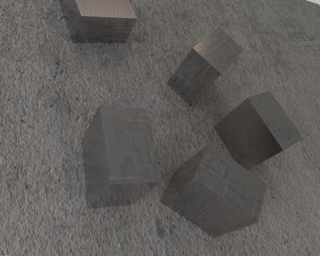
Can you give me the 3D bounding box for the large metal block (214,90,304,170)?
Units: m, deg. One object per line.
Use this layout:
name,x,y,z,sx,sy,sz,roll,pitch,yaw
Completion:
large metal block,0.136,0.006,0.437,0.050,0.080,0.080,-19,72,-35

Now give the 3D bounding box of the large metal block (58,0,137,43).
large metal block,-0.090,-0.169,0.442,0.081,0.050,0.080,-10,67,-33

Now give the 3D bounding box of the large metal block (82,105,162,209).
large metal block,-0.045,0.032,0.324,0.050,0.080,0.080,2,61,-27

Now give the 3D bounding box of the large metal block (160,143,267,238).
large metal block,0.059,0.074,0.355,0.080,0.080,0.050,36,51,-5

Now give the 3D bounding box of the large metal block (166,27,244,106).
large metal block,0.066,-0.091,0.459,0.050,0.080,0.080,44,51,2
